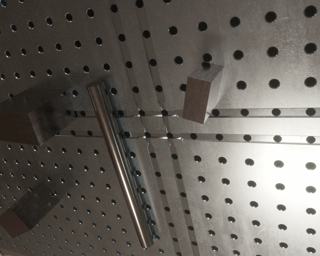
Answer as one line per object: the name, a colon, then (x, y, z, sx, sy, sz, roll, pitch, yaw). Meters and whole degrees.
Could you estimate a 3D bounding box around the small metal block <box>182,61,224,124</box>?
small metal block: (0.048, -0.040, 0.344, 0.025, 0.050, 0.050, 17, 125, 18)

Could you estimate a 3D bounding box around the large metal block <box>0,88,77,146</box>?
large metal block: (-0.187, -0.019, 0.460, 0.080, 0.080, 0.050, 5, 121, 25)

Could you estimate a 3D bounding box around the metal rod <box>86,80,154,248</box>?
metal rod: (-0.055, 0.071, 0.482, 0.025, 0.025, 0.298, 0, 119, 28)

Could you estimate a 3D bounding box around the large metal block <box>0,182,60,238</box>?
large metal block: (-0.259, 0.162, 0.609, 0.080, 0.080, 0.050, -31, 102, 37)
